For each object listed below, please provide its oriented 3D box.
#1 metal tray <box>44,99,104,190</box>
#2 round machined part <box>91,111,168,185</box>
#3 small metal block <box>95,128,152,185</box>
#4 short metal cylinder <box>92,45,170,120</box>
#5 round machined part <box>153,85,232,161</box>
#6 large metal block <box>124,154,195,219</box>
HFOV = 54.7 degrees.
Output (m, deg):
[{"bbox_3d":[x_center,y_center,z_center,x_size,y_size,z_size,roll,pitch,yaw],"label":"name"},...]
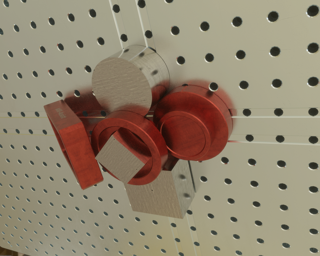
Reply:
[{"bbox_3d":[-0.125,0.019,0.439,0.130,0.030,0.089,33,142,57],"label":"metal tray"},{"bbox_3d":[-0.035,0.021,0.394,0.098,0.042,0.097,13,124,21],"label":"round machined part"},{"bbox_3d":[-0.043,0.033,0.375,0.050,0.025,0.050,41,129,0],"label":"small metal block"},{"bbox_3d":[-0.035,-0.055,0.379,0.080,0.050,0.079,13,124,21],"label":"short metal cylinder"},{"bbox_3d":[0.035,0.001,0.381,0.098,0.042,0.097,13,124,21],"label":"round machined part"},{"bbox_3d":[-0.003,0.076,0.440,0.080,0.050,0.080,1,119,28],"label":"large metal block"}]
